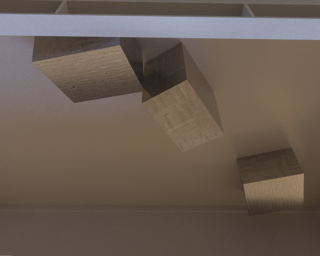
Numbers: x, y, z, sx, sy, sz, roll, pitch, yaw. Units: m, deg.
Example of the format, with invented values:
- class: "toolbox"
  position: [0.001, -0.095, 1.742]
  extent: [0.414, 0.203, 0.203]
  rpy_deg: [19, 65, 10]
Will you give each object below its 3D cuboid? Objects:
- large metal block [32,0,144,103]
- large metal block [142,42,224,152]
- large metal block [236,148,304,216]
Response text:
- class: "large metal block"
  position: [-0.066, -0.071, 0.310]
  extent: [0.080, 0.050, 0.080]
  rpy_deg: [-8, 156, 9]
- class: "large metal block"
  position: [0.025, -0.034, 0.344]
  extent: [0.050, 0.080, 0.080]
  rpy_deg: [-26, 126, 20]
- class: "large metal block"
  position: [0.165, 0.082, 0.464]
  extent: [0.080, 0.050, 0.080]
  rpy_deg: [-13, 129, 10]
